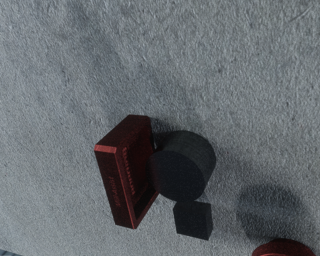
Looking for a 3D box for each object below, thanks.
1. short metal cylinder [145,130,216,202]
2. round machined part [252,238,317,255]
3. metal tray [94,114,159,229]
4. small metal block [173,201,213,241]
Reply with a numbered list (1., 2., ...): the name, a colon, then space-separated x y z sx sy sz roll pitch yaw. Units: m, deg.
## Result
1. short metal cylinder: 0.028 0.050 0.406 0.080 0.050 0.079 13 124 20
2. round machined part: 0.175 0.191 0.421 0.098 0.042 0.097 13 124 20
3. metal tray: -0.037 0.058 0.418 0.030 0.090 0.129 5 121 25
4. small metal block: 0.050 0.136 0.464 0.050 0.025 0.050 5 121 25
